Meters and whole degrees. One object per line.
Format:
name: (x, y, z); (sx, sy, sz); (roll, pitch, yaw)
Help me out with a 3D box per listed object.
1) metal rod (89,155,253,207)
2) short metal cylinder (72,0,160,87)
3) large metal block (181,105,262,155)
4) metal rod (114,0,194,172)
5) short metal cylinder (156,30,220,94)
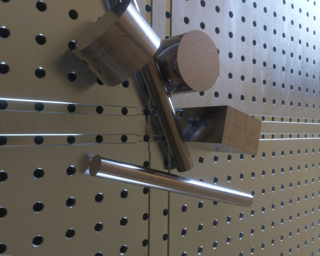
metal rod: (0.038, 0.083, 0.441); (0.302, 0.025, 0.025); (20, 77, -38)
short metal cylinder: (-0.047, -0.091, 0.334); (0.050, 0.080, 0.080); (47, 62, -30)
large metal block: (0.086, 0.004, 0.445); (0.080, 0.080, 0.050); (18, 79, -39)
metal rod: (-0.014, -0.078, 0.397); (0.025, 0.025, 0.298); (-32, 110, -35)
short metal cylinder: (0.036, -0.088, 0.423); (0.081, 0.050, 0.079); (0, 90, -40)
